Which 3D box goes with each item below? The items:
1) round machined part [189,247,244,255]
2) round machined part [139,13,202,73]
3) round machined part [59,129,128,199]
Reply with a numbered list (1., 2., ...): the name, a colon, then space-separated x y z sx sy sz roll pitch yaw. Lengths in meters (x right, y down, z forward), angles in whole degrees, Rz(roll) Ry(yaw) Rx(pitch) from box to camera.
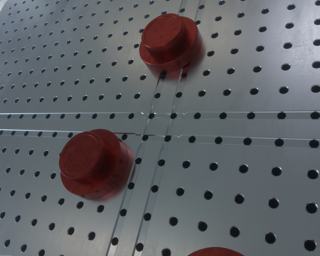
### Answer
1. round machined part: 0.055 0.159 0.271 0.098 0.042 0.098 -13 56 21
2. round machined part: 0.011 -0.136 0.476 0.098 0.042 0.098 -13 56 21
3. round machined part: -0.097 0.044 0.423 0.098 0.042 0.098 -13 56 21
